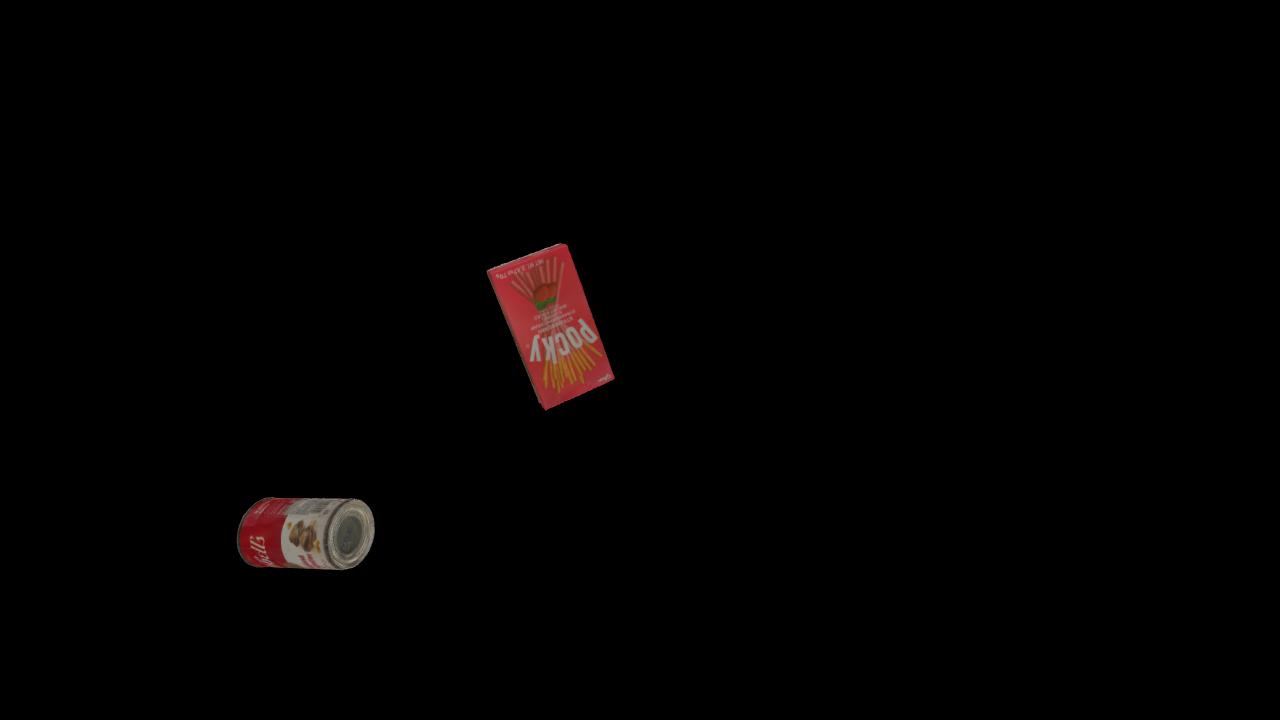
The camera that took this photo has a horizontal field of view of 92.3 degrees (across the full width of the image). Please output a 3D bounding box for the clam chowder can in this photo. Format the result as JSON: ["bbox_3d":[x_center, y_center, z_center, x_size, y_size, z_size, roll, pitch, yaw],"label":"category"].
[{"bbox_3d":[-0.323,0.168,0.599,0.102,0.068,0.068,-3,-1,14],"label":"clam chowder can"}]

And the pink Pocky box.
[{"bbox_3d":[-0.089,-0.033,0.634,0.084,0.155,0.029,-24,19,-16],"label":"pink Pocky box"}]
